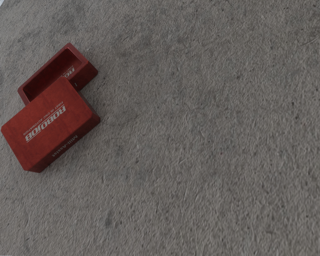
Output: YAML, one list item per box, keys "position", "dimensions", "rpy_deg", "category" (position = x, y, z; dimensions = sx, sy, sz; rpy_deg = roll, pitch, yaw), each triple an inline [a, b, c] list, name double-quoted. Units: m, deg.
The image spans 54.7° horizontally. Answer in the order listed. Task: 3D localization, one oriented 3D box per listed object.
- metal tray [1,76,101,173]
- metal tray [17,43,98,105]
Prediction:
- position: [-0.168, -0.005, 0.475]
  dimensions: [0.130, 0.030, 0.090]
  rpy_deg: [-40, 69, 0]
  category: "metal tray"
- position: [-0.182, -0.082, 0.546]
  dimensions: [0.130, 0.030, 0.090]
  rpy_deg: [-43, 51, -2]
  category: "metal tray"
